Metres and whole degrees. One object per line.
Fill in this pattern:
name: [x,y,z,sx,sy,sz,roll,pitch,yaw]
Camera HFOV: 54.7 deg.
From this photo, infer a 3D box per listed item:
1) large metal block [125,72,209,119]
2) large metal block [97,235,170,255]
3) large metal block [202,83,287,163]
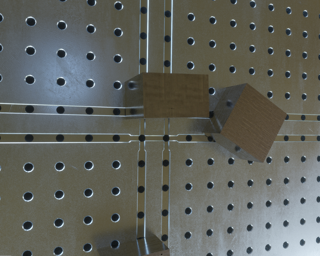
large metal block: [0.006,-0.037,0.386,0.081,0.080,0.050,-2,91,-20]
large metal block: [-0.031,0.191,0.389,0.081,0.050,0.079,-6,92,-20]
large metal block: [0.121,-0.006,0.446,0.080,0.050,0.080,33,79,-18]
